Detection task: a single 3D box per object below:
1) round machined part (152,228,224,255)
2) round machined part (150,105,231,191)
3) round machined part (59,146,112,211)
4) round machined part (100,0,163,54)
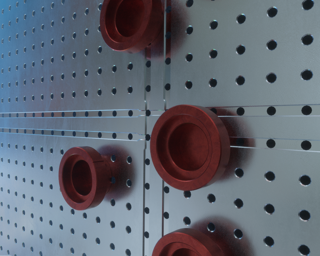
[{"bbox_3d":[0.040,0.167,0.364,0.098,0.042,0.097,0,90,39],"label":"round machined part"},{"bbox_3d":[0.039,0.022,0.365,0.098,0.042,0.097,0,90,39],"label":"round machined part"},{"bbox_3d":[-0.114,0.077,0.490,0.098,0.042,0.097,0,90,39],"label":"round machined part"},{"bbox_3d":[-0.034,-0.151,0.425,0.098,0.042,0.097,0,90,39],"label":"round machined part"}]
